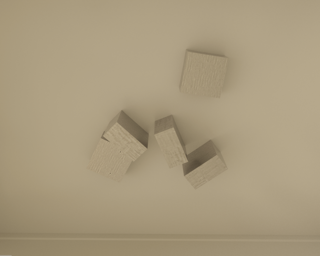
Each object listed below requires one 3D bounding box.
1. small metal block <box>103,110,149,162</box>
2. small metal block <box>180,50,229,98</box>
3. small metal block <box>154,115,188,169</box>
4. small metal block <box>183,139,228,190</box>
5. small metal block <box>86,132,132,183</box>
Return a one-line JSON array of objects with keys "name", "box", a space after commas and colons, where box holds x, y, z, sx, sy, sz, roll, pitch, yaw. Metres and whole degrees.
[{"name": "small metal block", "box": [-0.042, 0.009, 0.401, 0.050, 0.050, 0.025, 42, 105, -14]}, {"name": "small metal block", "box": [0.054, -0.068, 0.387, 0.050, 0.025, 0.050, 8, 110, -3]}, {"name": "small metal block", "box": [0.014, 0.016, 0.404, 0.025, 0.050, 0.050, -21, 109, 8]}, {"name": "small metal block", "box": [0.058, 0.048, 0.416, 0.050, 0.050, 0.025, -35, 106, 12]}, {"name": "small metal block", "box": [-0.066, 0.040, 0.425, 0.050, 0.025, 0.050, 25, 108, -9]}]
